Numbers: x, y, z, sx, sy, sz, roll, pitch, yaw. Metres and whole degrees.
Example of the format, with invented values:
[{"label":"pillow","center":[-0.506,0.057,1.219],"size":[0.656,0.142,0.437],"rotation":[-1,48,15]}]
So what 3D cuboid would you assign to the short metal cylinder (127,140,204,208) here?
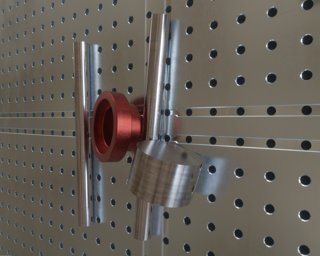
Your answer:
[{"label":"short metal cylinder","center":[0.006,0.052,0.367],"size":[0.080,0.081,0.050],"rotation":[23,105,37]}]

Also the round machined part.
[{"label":"round machined part","center":[-0.060,-0.001,0.433],"size":[0.098,0.042,0.097],"rotation":[-7,81,59]}]

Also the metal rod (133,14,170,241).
[{"label":"metal rod","center":[-0.012,0.002,0.416],"size":[0.025,0.025,0.298],"rotation":[8,95,39]}]

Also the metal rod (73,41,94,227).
[{"label":"metal rod","center":[-0.126,0.009,0.510],"size":[0.025,0.025,0.298],"rotation":[-3,88,39]}]
